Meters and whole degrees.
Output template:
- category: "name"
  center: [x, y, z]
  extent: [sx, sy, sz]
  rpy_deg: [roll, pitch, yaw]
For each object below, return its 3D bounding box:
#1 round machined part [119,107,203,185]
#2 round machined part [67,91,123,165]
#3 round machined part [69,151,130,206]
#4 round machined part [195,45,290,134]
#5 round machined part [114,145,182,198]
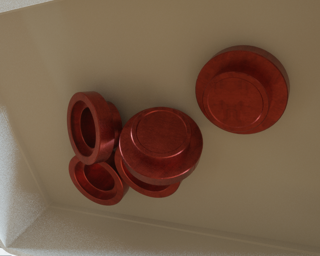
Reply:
- category: "round machined part"
  center: [0.002, 0.014, 0.363]
  extent: [0.098, 0.098, 0.042]
  rpy_deg: [24, 151, 13]
- category: "round machined part"
  center: [-0.087, -0.001, 0.423]
  extent: [0.098, 0.042, 0.097]
  rpy_deg: [14, 108, 49]
- category: "round machined part"
  center: [-0.090, 0.071, 0.487]
  extent: [0.098, 0.042, 0.097]
  rpy_deg: [13, 124, 20]
- category: "round machined part"
  center: [0.084, -0.035, 0.331]
  extent: [0.098, 0.042, 0.097]
  rpy_deg: [13, 124, 20]
- category: "round machined part"
  center: [-0.010, 0.045, 0.430]
  extent: [0.098, 0.042, 0.097]
  rpy_deg: [13, 124, 20]
